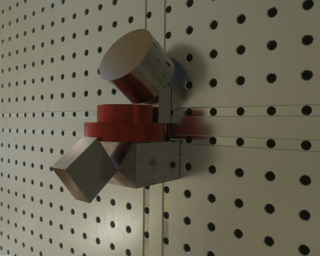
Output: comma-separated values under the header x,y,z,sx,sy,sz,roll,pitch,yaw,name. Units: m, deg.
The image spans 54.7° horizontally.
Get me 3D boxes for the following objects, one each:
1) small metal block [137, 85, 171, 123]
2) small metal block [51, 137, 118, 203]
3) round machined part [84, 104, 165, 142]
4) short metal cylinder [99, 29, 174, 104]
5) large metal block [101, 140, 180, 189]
x,y,z,sx,sy,sz,roll,pitch,yaw,name
-0.013,-0.032,0.417,0.050,0.025,0.050,1,91,39,small metal block
-0.081,0.045,0.339,0.025,0.050,0.050,2,129,39,small metal block
-0.043,-0.007,0.381,0.098,0.099,0.042,1,91,39,round machined part
-0.029,-0.078,0.393,0.080,0.050,0.080,-21,49,26,short metal cylinder
-0.031,0.041,0.396,0.080,0.081,0.050,1,91,39,large metal block
